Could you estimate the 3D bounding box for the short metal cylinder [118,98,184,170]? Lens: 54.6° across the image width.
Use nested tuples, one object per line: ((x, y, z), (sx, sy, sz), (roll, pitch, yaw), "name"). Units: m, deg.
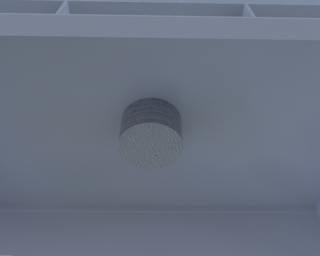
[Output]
((-0.011, 0.008, 0.399), (0.080, 0.050, 0.080), (0, 130, 0), "short metal cylinder")
